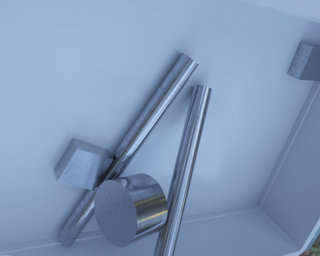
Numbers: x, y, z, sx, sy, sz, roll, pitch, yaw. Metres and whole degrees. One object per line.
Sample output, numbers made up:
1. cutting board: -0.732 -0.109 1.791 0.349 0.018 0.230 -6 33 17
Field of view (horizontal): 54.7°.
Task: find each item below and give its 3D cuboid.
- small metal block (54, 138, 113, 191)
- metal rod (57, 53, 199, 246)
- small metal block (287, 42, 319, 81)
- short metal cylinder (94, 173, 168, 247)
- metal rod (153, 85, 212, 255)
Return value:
1. small metal block: -0.095 0.046 0.386 0.050 0.025 0.050 24 105 -37
2. metal rod: -0.047 0.035 0.406 0.025 0.025 0.299 27 103 -38
3. small metal block: 0.231 -0.101 0.475 0.050 0.025 0.050 -1 119 -28
4. short metal cylinder: -0.037 0.100 0.386 0.050 0.080 0.079 -4 122 -47
5. metal rod: 0.022 0.091 0.398 0.025 0.025 0.299 18 84 -35
